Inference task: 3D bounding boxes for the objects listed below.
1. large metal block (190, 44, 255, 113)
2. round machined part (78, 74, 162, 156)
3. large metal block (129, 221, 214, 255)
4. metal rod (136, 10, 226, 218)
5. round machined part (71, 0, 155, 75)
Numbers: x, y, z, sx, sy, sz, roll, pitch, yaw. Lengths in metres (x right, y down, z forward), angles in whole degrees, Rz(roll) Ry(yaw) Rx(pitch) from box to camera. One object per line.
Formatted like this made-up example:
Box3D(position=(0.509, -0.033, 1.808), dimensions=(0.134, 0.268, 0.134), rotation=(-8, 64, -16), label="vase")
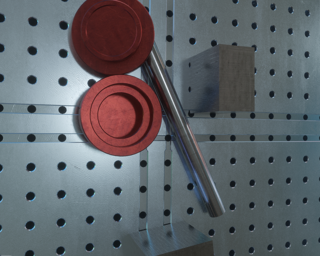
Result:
Box3D(position=(0.080, -0.060, 0.413), dimensions=(0.050, 0.080, 0.079), rotation=(0, 90, -20), label="large metal block")
Box3D(position=(-0.051, -0.015, 0.385), dimensions=(0.099, 0.042, 0.097), rotation=(0, 90, -20), label="round machined part")
Box3D(position=(0.013, 0.161, 0.389), dimensions=(0.081, 0.080, 0.050), rotation=(-7, 93, -20), label="large metal block")
Box3D(position=(0.023, -0.015, 0.420), dimensions=(0.025, 0.025, 0.299), rotation=(-26, 99, -18), label="metal rod")
Box3D(position=(-0.055, -0.112, 0.368), dimensions=(0.099, 0.042, 0.097), rotation=(-1, 98, -3), label="round machined part")
